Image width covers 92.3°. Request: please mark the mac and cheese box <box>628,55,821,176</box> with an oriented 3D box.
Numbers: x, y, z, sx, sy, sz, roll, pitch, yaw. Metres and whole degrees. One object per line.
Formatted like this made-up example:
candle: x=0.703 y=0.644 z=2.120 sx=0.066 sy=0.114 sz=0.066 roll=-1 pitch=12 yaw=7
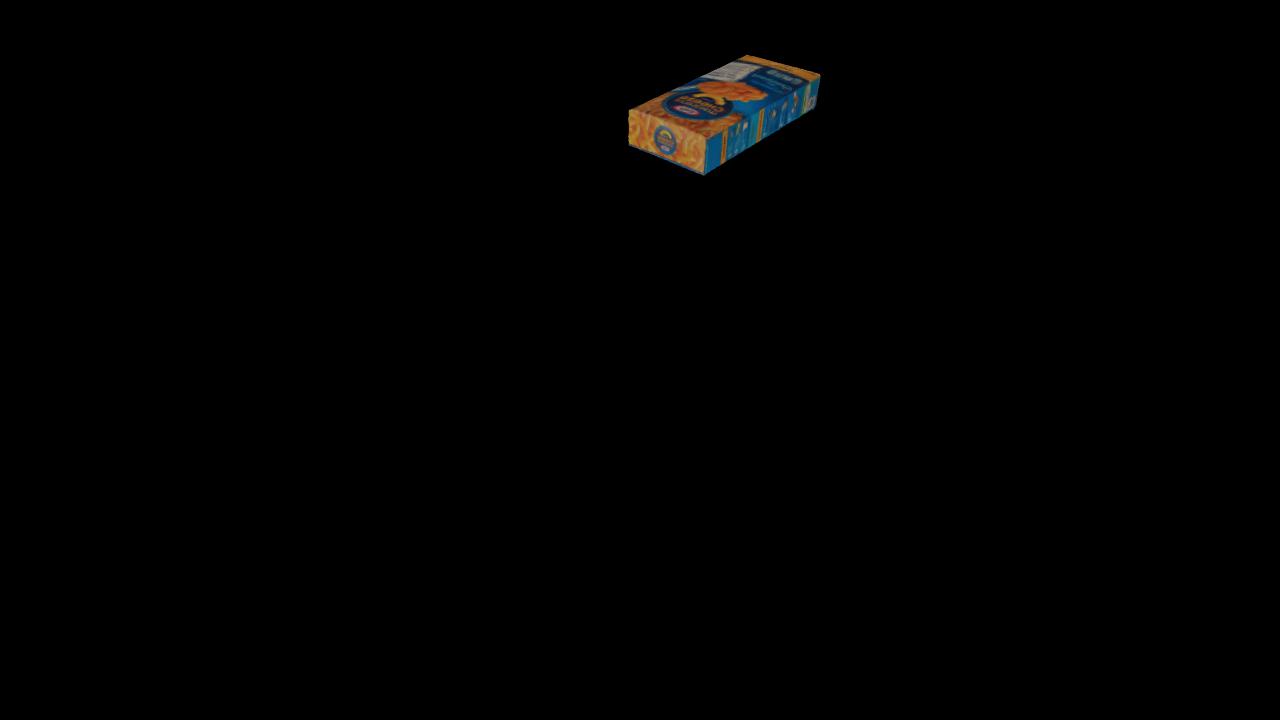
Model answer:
mac and cheese box: x=0.084 y=-0.242 z=0.594 sx=0.093 sy=0.041 sz=0.184 roll=33 pitch=54 yaw=28
